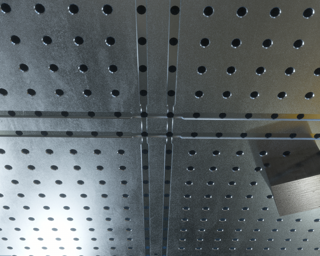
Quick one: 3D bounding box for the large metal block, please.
[{"bbox_3d":[0.208,0.082,0.466,0.080,0.050,0.080,-18,128,14],"label":"large metal block"}]
